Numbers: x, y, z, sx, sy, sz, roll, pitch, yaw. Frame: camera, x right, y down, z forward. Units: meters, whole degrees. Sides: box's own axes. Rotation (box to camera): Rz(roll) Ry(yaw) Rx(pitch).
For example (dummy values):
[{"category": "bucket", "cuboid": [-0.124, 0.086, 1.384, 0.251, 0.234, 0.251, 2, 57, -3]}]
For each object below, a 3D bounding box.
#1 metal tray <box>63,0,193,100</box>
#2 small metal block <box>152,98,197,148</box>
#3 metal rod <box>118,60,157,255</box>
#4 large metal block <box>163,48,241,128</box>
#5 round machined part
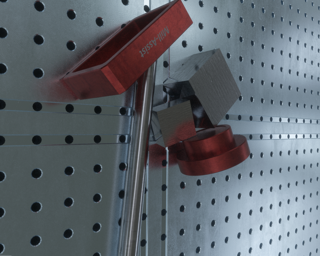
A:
[{"category": "metal tray", "cuboid": [-0.034, -0.086, 0.339, 0.130, 0.090, 0.030, -50, 120, -28]}, {"category": "small metal block", "cuboid": [0.017, -0.008, 0.415, 0.050, 0.025, 0.050, -21, 110, -23]}, {"category": "metal rod", "cuboid": [-0.029, 0.047, 0.386, 0.025, 0.025, 0.298, 9, 84, -40]}, {"category": "large metal block", "cuboid": [0.063, -0.056, 0.448, 0.080, 0.050, 0.080, -48, 119, -30]}, {"category": "round machined part", "cuboid": [0.069, 0.025, 0.422, 0.099, 0.098, 0.042, -25, 101, -38]}]
